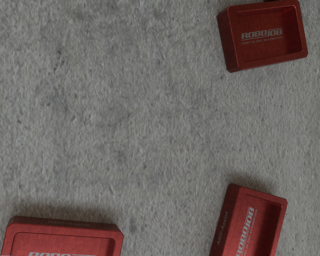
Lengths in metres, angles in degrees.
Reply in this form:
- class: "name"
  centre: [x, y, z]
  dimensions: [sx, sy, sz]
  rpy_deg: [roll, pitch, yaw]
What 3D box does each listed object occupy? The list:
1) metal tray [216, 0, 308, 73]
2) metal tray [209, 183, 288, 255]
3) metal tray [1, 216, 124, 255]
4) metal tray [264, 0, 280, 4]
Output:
- class: "metal tray"
  centre: [0.156, -0.139, 0.465]
  dimensions: [0.131, 0.030, 0.089]
  rpy_deg: [-14, 95, -20]
- class: "metal tray"
  centre: [0.130, 0.156, 0.456]
  dimensions: [0.091, 0.030, 0.129]
  rpy_deg: [19, 84, -20]
- class: "metal tray"
  centre: [-0.116, 0.157, 0.364]
  dimensions: [0.131, 0.030, 0.090]
  rpy_deg: [12, 86, -20]
- class: "metal tray"
  centre: [0.210, -0.258, 0.485]
  dimensions: [0.131, 0.030, 0.090]
  rpy_deg: [-24, 98, -19]
